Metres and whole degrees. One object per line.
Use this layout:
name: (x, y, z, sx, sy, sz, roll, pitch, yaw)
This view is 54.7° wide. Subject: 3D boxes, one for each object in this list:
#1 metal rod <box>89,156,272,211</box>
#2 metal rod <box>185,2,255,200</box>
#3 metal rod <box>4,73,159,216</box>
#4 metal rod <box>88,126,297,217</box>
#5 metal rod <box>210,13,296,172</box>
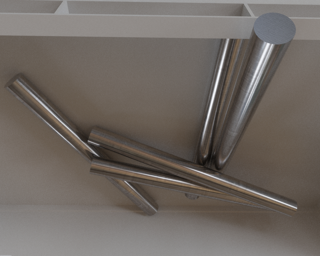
metal rod: (0.051, 0.084, 0.447, 0.302, 0.025, 0.025, 14, 129, -11)
metal rod: (0.066, -0.008, 0.402, 0.025, 0.025, 0.298, 4, 130, -4)
metal rod: (-0.092, 0.041, 0.442, 0.025, 0.025, 0.300, -25, 126, 20)
metal rod: (0.048, 0.062, 0.429, 0.302, 0.025, 0.025, 21, 128, -5)
metal rod: (0.078, -0.001, 0.326, 0.025, 0.025, 0.299, -3, 156, 2)
